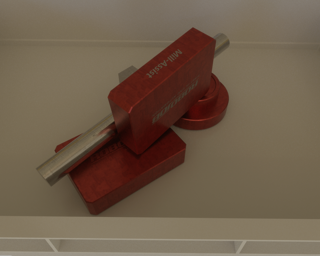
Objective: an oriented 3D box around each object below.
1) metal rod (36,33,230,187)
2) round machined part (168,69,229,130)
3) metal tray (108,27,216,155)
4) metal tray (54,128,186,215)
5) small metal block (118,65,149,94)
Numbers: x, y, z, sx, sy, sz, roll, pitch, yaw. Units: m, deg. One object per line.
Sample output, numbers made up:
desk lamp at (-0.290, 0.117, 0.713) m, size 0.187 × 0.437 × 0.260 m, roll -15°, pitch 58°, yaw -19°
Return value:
metal rod at (-0.016, -0.037, 0.383) m, size 0.025 × 0.025 × 0.301 m, roll 37°, pitch 63°, yaw 26°
round machined part at (0.047, -0.048, 0.432) m, size 0.099 × 0.042 × 0.098 m, roll 0°, pitch 50°, yaw 0°
metal tray at (0.007, -0.040, 0.346) m, size 0.030 × 0.090 × 0.131 m, roll 37°, pitch 65°, yaw 23°
metal tray at (-0.046, 0.032, 0.373) m, size 0.131 × 0.030 × 0.090 m, roll -28°, pitch 56°, yaw -22°
small metal block at (-0.030, -0.050, 0.429) m, size 0.025 × 0.050 × 0.050 m, roll -37°, pitch 60°, yaw -27°
